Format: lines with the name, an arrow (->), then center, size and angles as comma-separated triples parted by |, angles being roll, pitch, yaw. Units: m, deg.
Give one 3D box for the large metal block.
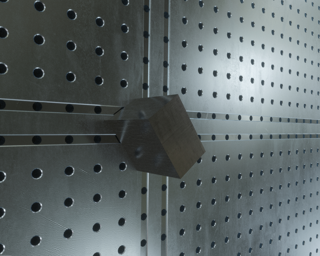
large metal block -> -0.005, 0.009, 0.371 | 0.050, 0.080, 0.080 | -42, 116, -32
